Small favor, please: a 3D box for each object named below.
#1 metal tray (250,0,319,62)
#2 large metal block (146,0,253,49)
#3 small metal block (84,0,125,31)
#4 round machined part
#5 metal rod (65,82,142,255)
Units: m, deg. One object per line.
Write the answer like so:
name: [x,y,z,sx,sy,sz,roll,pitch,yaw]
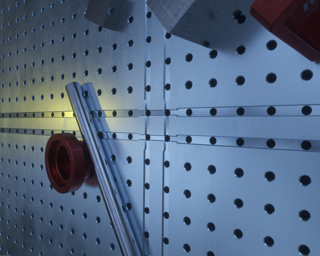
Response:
metal tray: [0.146,-0.122,0.243,0.129,0.091,0.030,-50,50,28]
large metal block: [0.047,-0.140,0.334,0.080,0.081,0.050,-46,63,30]
small metal block: [-0.086,-0.184,0.478,0.050,0.025,0.050,35,111,34]
round machined part: [-0.149,0.056,0.513,0.098,0.042,0.097,5,98,44]
metal rod: [-0.093,0.059,0.483,0.025,0.025,0.299,-36,68,34]
